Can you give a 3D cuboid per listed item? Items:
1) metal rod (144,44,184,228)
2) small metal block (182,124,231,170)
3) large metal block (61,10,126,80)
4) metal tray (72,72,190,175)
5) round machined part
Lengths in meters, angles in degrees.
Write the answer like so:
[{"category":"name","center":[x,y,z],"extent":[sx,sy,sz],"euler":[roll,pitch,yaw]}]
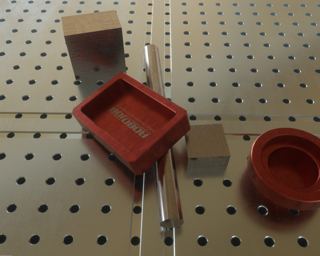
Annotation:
[{"category":"metal rod","center":[-0.001,-0.015,0.419],"extent":[0.025,0.025,0.300],"euler":[-4,50,-4]},{"category":"small metal block","center":[0.056,0.023,0.389],"extent":[0.050,0.025,0.050],"euler":[-3,50,-3]},{"category":"large metal block","center":[-0.100,-0.128,0.478],"extent":[0.081,0.080,0.050],"euler":[-12,51,-10]},{"category":"metal tray","center":[-0.038,-0.011,0.390],"extent":[0.090,0.030,0.130],"euler":[-42,53,-18]},{"category":"round machined part","center":[0.150,0.050,0.357],"extent":[0.099,0.042,0.098],"euler":[0,50,0]}]
